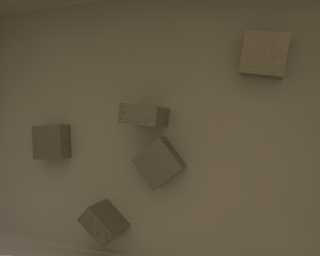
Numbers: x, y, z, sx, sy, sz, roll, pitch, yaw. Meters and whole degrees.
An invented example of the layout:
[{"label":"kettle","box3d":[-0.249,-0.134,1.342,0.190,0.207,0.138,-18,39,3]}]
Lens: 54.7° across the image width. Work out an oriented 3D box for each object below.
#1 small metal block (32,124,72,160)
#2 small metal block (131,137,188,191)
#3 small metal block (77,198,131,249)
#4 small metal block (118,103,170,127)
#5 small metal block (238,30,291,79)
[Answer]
[{"label":"small metal block","box3d":[-0.163,0.021,0.466,0.050,0.025,0.050,-3,89,19]},{"label":"small metal block","box3d":[-0.001,0.047,0.410,0.050,0.025,0.050,-40,78,15]},{"label":"small metal block","box3d":[-0.075,0.128,0.423,0.050,0.050,0.025,44,104,14]},{"label":"small metal block","box3d":[-0.020,-0.017,0.403,0.050,0.050,0.025,7,93,19]},{"label":"small metal block","box3d":[0.124,-0.086,0.367,0.050,0.025,0.050,10,93,19]}]
